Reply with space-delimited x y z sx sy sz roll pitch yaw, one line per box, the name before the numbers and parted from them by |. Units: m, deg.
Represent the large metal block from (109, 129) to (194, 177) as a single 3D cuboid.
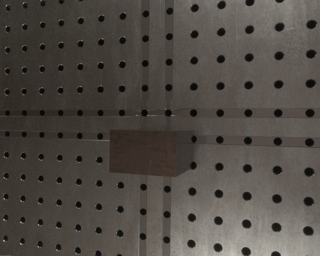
large metal block | -0.007 0.027 0.385 0.080 0.080 0.050 1 91 19
